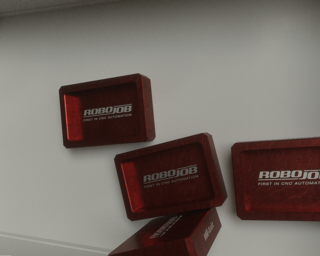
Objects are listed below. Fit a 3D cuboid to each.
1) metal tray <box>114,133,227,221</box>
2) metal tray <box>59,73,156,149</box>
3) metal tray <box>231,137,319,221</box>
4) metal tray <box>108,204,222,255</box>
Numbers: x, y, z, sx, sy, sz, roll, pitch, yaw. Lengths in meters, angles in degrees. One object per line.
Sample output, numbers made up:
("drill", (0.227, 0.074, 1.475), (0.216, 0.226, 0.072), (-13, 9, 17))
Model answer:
("metal tray", (0.012, 0.064, 0.403), (0.130, 0.030, 0.090), (-15, 85, 19))
("metal tray", (-0.075, -0.021, 0.434), (0.130, 0.030, 0.089), (-6, 88, 19))
("metal tray", (0.153, 0.057, 0.353), (0.130, 0.030, 0.089), (-5, 88, 19))
("metal tray", (0.013, 0.125, 0.350), (0.090, 0.130, 0.030), (-20, 84, 19))
